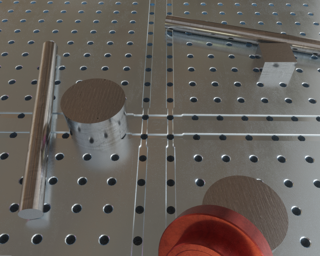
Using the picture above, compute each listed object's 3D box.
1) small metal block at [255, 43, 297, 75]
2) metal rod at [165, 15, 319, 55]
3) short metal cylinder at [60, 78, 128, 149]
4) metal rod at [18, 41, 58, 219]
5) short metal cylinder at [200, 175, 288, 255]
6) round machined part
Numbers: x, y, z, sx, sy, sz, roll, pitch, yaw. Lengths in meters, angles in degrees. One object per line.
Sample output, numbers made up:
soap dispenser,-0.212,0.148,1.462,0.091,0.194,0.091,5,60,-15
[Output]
small metal block,0.187,-0.113,0.504,0.050,0.025,0.050,0,50,0
metal rod,0.157,-0.162,0.544,0.301,0.025,0.025,13,51,11
short metal cylinder,-0.084,-0.020,0.407,0.080,0.050,0.080,0,50,0
metal rod,-0.161,-0.022,0.424,0.025,0.025,0.300,-7,50,-6
short metal cylinder,0.080,0.095,0.312,0.080,0.050,0.080,0,50,0
round machined part,0.041,0.118,0.258,0.098,0.097,0.042,28,21,21
